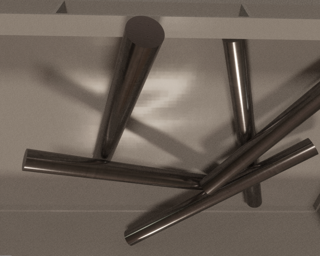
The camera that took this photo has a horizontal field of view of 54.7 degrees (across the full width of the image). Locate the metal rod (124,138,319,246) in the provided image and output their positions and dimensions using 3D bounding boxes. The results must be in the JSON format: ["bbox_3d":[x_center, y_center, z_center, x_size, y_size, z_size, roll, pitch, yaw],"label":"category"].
[{"bbox_3d":[0.078,0.098,0.447,0.300,0.025,0.025,-30,125,13],"label":"metal rod"}]

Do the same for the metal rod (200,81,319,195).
[{"bbox_3d":[0.163,-0.014,0.376,0.025,0.025,0.299,34,115,-26],"label":"metal rod"}]

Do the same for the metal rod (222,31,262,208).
[{"bbox_3d":[0.118,0.013,0.421,0.025,0.025,0.299,-12,130,9],"label":"metal rod"}]

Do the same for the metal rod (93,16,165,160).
[{"bbox_3d":[-0.049,-0.003,0.324,0.025,0.025,0.299,13,155,-11],"label":"metal rod"}]

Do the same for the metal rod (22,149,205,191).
[{"bbox_3d":[-0.021,0.063,0.416,0.302,0.025,0.025,13,131,-29],"label":"metal rod"}]
